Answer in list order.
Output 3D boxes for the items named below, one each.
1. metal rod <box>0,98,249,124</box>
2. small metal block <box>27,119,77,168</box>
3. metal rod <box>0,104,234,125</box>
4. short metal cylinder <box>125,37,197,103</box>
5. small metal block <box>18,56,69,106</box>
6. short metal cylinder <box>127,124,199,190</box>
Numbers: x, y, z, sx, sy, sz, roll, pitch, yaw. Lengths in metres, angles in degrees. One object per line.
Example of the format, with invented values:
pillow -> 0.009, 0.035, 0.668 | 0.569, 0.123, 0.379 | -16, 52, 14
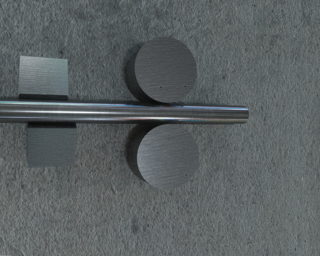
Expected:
metal rod -> -0.027, -0.018, 0.374 | 0.303, 0.025, 0.025 | 0, 90, -20
small metal block -> -0.123, 0.017, 0.354 | 0.050, 0.025, 0.050 | 0, 117, -21
metal rod -> -0.037, -0.018, 0.397 | 0.303, 0.025, 0.025 | 0, 90, -20
short metal cylinder -> 0.000, -0.070, 0.397 | 0.081, 0.050, 0.079 | 0, 90, -20
small metal block -> -0.131, -0.052, 0.352 | 0.050, 0.025, 0.050 | 0, 63, -20
short metal cylinder -> 0.003, 0.035, 0.398 | 0.081, 0.050, 0.079 | 0, 90, -20
